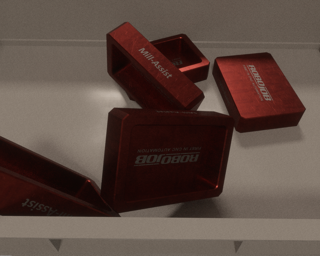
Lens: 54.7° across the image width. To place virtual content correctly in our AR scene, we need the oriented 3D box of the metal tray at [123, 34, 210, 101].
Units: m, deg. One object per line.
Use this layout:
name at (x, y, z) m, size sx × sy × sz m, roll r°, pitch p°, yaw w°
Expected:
metal tray at (0.000, -0.098, 0.484) m, size 0.131 × 0.030 × 0.090 m, roll -18°, pitch 53°, yaw -16°

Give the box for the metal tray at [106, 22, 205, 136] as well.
metal tray at (-0.011, -0.056, 0.384) m, size 0.030 × 0.090 × 0.130 m, roll -41°, pitch 80°, yaw -21°

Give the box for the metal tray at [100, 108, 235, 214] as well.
metal tray at (0.011, 0.028, 0.308) m, size 0.131 × 0.089 × 0.030 m, roll 0°, pitch 13°, yaw -33°

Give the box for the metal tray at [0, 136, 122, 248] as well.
metal tray at (-0.106, 0.053, 0.277) m, size 0.030 × 0.130 × 0.090 m, roll -57°, pitch 34°, yaw -2°

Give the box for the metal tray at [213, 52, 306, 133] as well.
metal tray at (0.138, -0.056, 0.451) m, size 0.091 × 0.030 × 0.130 m, roll -7°, pitch 50°, yaw -6°
